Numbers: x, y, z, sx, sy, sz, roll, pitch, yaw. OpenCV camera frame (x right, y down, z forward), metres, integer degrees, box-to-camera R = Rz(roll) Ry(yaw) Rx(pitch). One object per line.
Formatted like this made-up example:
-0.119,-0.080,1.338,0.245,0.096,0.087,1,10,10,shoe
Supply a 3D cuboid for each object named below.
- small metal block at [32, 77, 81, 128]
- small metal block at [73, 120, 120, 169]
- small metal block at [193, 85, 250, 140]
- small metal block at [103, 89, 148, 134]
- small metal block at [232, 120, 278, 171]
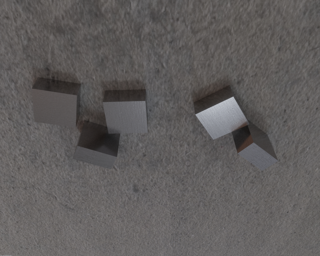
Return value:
-0.126,-0.031,0.379,0.050,0.025,0.050,8,130,-8,small metal block
-0.082,0.022,0.408,0.050,0.050,0.025,18,128,-15,small metal block
0.078,-0.019,0.393,0.050,0.025,0.050,-26,126,20,small metal block
-0.042,-0.020,0.389,0.050,0.025,0.050,-2,130,1,small metal block
0.124,0.021,0.411,0.050,0.050,0.025,33,122,-25,small metal block
